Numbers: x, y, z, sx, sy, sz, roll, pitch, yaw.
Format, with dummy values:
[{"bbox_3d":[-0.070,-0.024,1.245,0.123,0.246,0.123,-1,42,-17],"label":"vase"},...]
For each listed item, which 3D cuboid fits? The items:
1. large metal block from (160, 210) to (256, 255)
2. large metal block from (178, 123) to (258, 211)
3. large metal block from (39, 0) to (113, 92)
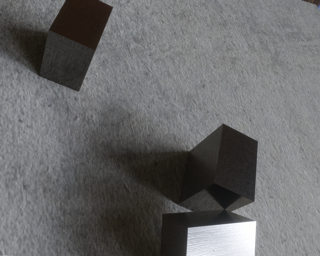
[{"bbox_3d":[0.047,0.131,0.315,0.081,0.050,0.080,4,88,-27],"label":"large metal block"},{"bbox_3d":[0.070,0.055,0.375,0.050,0.080,0.080,26,52,-12],"label":"large metal block"},{"bbox_3d":[-0.103,-0.105,0.379,0.050,0.080,0.080,22,54,-16],"label":"large metal block"}]
